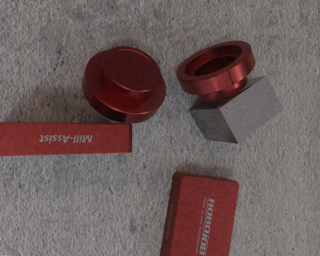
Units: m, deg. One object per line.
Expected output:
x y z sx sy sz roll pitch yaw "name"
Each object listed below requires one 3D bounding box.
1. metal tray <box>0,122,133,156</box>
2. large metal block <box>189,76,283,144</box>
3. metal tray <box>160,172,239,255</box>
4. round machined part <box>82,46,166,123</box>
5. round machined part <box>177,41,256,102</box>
-0.104 0.009 0.336 0.131 0.090 0.030 0 91 -20 "metal tray"
0.100 -0.024 0.418 0.080 0.080 0.050 -34 103 -17 "large metal block"
0.055 0.131 0.428 0.091 0.030 0.129 11 86 -20 "metal tray"
-0.038 -0.057 0.363 0.099 0.042 0.098 13 53 -18 "round machined part"
0.075 -0.070 0.402 0.098 0.098 0.042 -37 120 -16 "round machined part"
